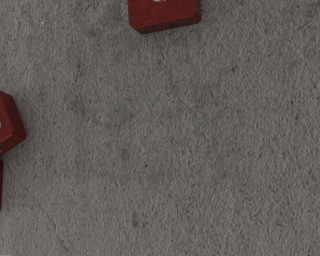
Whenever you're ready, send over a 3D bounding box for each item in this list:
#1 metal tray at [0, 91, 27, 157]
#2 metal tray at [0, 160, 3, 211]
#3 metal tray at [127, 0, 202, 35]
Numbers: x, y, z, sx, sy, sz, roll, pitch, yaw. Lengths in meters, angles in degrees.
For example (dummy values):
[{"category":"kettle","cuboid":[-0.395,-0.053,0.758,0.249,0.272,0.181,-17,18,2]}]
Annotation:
[{"category":"metal tray","cuboid":[-0.281,0.011,0.484,0.130,0.030,0.090,-34,67,6]},{"category":"metal tray","cuboid":[-0.328,0.092,0.522,0.130,0.030,0.089,5,92,19]},{"category":"metal tray","cuboid":[0.002,-0.197,0.405,0.090,0.030,0.129,-5,88,19]}]
